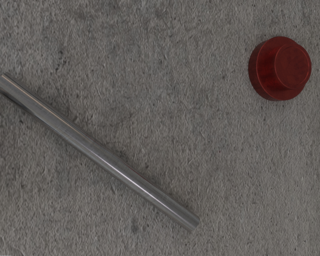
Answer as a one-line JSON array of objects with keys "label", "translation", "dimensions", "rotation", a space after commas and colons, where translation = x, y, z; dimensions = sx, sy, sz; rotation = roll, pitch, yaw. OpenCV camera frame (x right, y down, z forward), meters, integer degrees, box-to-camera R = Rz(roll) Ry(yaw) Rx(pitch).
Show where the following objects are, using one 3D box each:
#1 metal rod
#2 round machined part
[{"label": "metal rod", "translation": [-0.066, 0.039, 0.384], "dimensions": [0.301, 0.025, 0.025], "rotation": [40, 77, -16]}, {"label": "round machined part", "translation": [0.188, -0.090, 0.469], "dimensions": [0.099, 0.042, 0.097], "rotation": [0, 90, -20]}]
